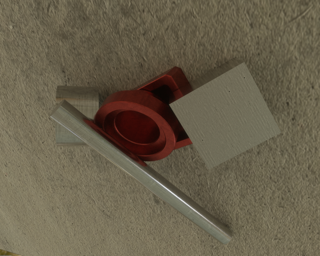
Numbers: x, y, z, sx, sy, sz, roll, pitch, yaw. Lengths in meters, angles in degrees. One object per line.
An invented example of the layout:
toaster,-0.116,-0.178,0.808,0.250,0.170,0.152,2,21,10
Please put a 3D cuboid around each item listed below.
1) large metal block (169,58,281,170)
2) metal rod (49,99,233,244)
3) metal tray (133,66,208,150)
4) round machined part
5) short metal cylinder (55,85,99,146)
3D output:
large metal block,0.065,-0.017,0.325,0.080,0.050,0.080,-29,104,10
metal rod,-0.008,0.069,0.397,0.300,0.025,0.025,41,131,-23
metal tray,-0.009,-0.012,0.401,0.130,0.030,0.090,-22,107,36
round machined part,-0.024,-0.007,0.373,0.098,0.042,0.097,11,137,11
short metal cylinder,-0.109,-0.015,0.410,0.050,0.080,0.079,1,126,-14
